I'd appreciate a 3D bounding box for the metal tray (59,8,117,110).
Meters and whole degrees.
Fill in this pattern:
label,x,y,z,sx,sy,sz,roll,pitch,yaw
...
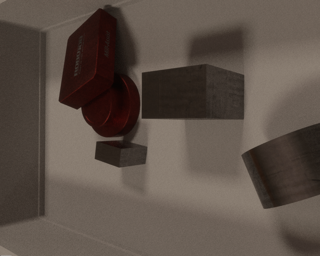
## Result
label,x,y,z,sx,sy,sz,roll,pitch,yaw
metal tray,-0.106,-0.103,0.460,0.090,0.030,0.130,-26,53,36

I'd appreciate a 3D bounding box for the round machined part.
label,x,y,z,sx,sy,sz,roll,pitch,yaw
round machined part,-0.079,-0.034,0.459,0.098,0.042,0.097,0,90,39

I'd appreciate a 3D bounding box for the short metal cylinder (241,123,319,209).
label,x,y,z,sx,sy,sz,roll,pitch,yaw
short metal cylinder,0.120,0.033,0.272,0.080,0.081,0.050,-30,71,35

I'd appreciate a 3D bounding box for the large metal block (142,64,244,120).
label,x,y,z,sx,sy,sz,roll,pitch,yaw
large metal block,0.037,-0.035,0.339,0.080,0.081,0.050,1,91,39

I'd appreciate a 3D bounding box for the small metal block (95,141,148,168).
label,x,y,z,sx,sy,sz,roll,pitch,yaw
small metal block,-0.054,0.035,0.433,0.050,0.050,0.025,12,98,39
